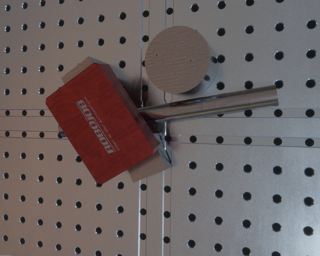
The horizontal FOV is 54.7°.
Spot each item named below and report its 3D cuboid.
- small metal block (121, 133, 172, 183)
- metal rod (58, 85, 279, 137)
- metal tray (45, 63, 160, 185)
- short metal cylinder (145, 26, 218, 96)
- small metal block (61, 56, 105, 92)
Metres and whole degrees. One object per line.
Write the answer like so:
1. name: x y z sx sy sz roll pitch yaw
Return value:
1. small metal block: -0.019 0.040 0.417 0.050 0.025 0.050 -25 82 18
2. metal rod: -0.003 -0.019 0.413 0.301 0.025 0.025 -8 87 19
3. metal tray: -0.073 -0.005 0.393 0.090 0.030 0.130 -32 91 17
4. short metal cylinder: 0.028 -0.081 0.388 0.080 0.050 0.079 0 90 19
5. small metal block: -0.099 -0.070 0.432 0.050 0.050 0.025 -33 80 17
